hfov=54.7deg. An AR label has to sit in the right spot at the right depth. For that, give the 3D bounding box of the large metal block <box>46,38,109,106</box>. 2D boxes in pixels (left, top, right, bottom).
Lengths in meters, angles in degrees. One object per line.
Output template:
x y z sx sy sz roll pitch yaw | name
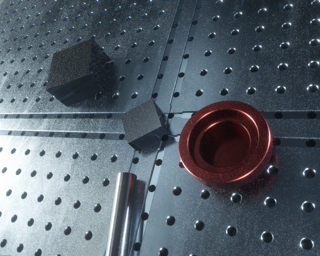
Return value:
-0.135 -0.092 0.517 0.080 0.050 0.080 -15 56 19 | large metal block

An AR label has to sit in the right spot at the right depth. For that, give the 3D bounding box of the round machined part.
0.074 0.022 0.345 0.098 0.042 0.098 -13 56 20 | round machined part

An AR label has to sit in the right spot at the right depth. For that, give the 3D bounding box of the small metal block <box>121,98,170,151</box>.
-0.021 -0.004 0.421 0.050 0.025 0.050 -27 53 10 | small metal block

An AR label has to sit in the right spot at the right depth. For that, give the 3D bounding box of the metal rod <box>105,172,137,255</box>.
-0.052 0.190 0.317 0.025 0.025 0.299 -9 58 23 | metal rod
